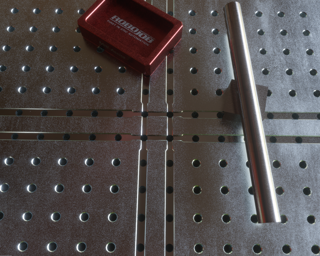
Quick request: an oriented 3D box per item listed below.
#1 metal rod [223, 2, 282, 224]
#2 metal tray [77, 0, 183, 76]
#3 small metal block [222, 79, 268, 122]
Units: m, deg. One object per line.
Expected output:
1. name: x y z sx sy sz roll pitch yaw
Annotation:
1. metal rod: 0.114 -0.034 0.398 0.025 0.025 0.299 -3 70 -1
2. metal tray: -0.044 -0.148 0.462 0.130 0.030 0.090 34 73 11
3. small metal block: 0.117 -0.034 0.425 0.050 0.025 0.050 13 70 4
